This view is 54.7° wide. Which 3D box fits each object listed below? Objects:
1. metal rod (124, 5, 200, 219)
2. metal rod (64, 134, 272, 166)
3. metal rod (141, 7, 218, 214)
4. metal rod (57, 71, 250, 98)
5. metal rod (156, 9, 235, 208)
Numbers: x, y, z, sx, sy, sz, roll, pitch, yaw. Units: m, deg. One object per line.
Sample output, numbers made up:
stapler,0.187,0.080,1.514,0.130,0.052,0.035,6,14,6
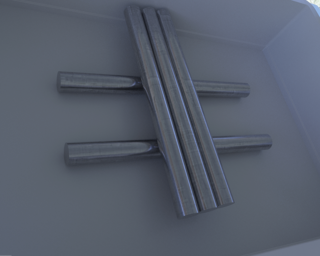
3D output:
metal rod,-0.005,-0.038,0.391,0.025,0.025,0.299,-1,62,-29
metal rod,0.032,0.025,0.406,0.303,0.025,0.025,-1,63,-29
metal rod,0.017,-0.040,0.404,0.025,0.025,0.299,-1,62,-29
metal rod,0.010,-0.060,0.446,0.303,0.025,0.025,-2,63,-29
metal rod,0.038,-0.042,0.417,0.025,0.025,0.299,-1,62,-29
